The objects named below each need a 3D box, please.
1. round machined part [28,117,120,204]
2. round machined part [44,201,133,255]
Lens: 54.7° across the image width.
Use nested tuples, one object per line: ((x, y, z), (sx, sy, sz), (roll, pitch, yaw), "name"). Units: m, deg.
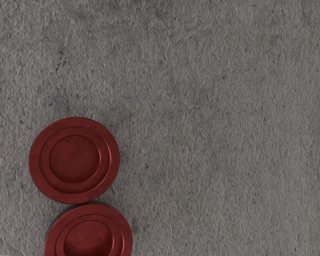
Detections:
((-0.100, 0.036, 0.363), (0.099, 0.042, 0.097), (0, 90, -20), "round machined part")
((-0.086, 0.134, 0.369), (0.099, 0.042, 0.097), (0, 90, -20), "round machined part")
